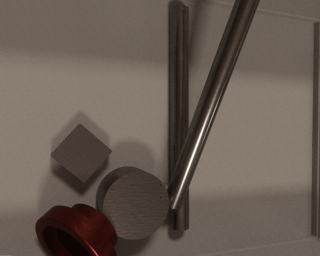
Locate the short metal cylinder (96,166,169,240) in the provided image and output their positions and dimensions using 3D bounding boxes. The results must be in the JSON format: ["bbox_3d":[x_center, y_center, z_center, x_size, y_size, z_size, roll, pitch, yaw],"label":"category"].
[{"bbox_3d":[-0.035,0.091,0.385,0.081,0.050,0.079,0,90,-20],"label":"short metal cylinder"}]

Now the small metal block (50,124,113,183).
[{"bbox_3d":[-0.095,0.030,0.376,0.050,0.025,0.050,44,76,-15],"label":"small metal block"}]

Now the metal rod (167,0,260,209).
[{"bbox_3d":[0.062,-0.040,0.363,0.025,0.025,0.298,14,105,-20],"label":"metal rod"}]

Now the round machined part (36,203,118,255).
[{"bbox_3d":[-0.087,0.125,0.349,0.098,0.098,0.042,58,42,-12],"label":"round machined part"}]

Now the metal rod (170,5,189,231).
[{"bbox_3d":[0.027,-0.013,0.421,0.025,0.025,0.298,0,90,-20],"label":"metal rod"}]
